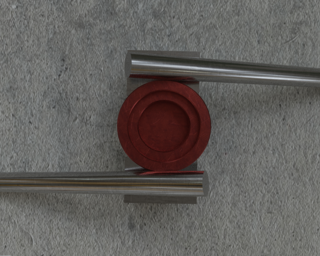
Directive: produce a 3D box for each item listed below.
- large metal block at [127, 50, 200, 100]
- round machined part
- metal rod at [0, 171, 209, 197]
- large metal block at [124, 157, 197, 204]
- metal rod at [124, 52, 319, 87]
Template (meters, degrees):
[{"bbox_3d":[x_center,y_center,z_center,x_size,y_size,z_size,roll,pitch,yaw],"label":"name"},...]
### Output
[{"bbox_3d":[0.004,-0.061,0.384,0.081,0.080,0.050,1,90,-1],"label":"large metal block"},{"bbox_3d":[0.004,-0.002,0.344,0.099,0.042,0.097,0,90,-1],"label":"round machined part"},{"bbox_3d":[-0.095,0.063,0.354,0.301,0.025,0.025,-4,90,22],"label":"metal rod"},{"bbox_3d":[0.001,0.059,0.384,0.081,0.080,0.050,1,90,-1],"label":"large metal block"},{"bbox_3d":[0.109,-0.063,0.359,0.303,0.025,0.025,-1,90,-22],"label":"metal rod"}]
